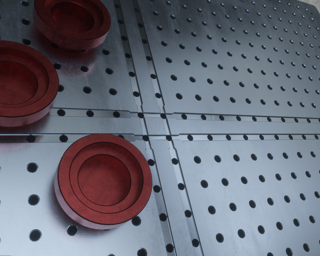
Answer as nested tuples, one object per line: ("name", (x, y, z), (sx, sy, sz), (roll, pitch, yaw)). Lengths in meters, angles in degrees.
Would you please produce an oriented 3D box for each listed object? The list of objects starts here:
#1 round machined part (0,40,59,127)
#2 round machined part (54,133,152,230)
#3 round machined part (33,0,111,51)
("round machined part", (-0.164, -0.044, 0.336), (0.099, 0.042, 0.098), (14, 56, -21))
("round machined part", (-0.061, 0.058, 0.330), (0.099, 0.042, 0.098), (14, 56, -21))
("round machined part", (-0.120, -0.144, 0.421), (0.099, 0.042, 0.098), (14, 56, -21))
